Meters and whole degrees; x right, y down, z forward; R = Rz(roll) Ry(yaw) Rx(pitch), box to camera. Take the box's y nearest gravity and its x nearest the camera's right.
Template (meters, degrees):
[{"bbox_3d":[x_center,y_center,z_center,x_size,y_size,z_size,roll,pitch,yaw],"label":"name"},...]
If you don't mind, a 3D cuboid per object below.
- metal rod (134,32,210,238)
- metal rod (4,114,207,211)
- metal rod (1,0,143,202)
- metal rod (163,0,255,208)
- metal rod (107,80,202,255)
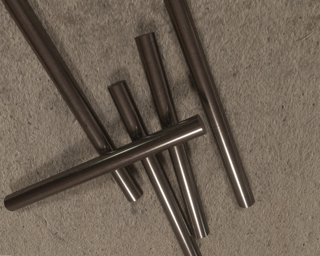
[{"bbox_3d":[0.022,0.024,0.418,0.025,0.025,0.298,-15,110,5],"label":"metal rod"},{"bbox_3d":[-0.083,0.052,0.402,0.300,0.025,0.025,-23,109,17],"label":"metal rod"},{"bbox_3d":[-0.102,-0.027,0.398,0.025,0.025,0.299,-25,109,9],"label":"metal rod"},{"bbox_3d":[0.070,-0.022,0.402,0.025,0.025,0.299,-21,109,7],"label":"metal rod"},{"bbox_3d":[0.000,0.075,0.437,0.025,0.025,0.299,-20,109,7],"label":"metal rod"}]
